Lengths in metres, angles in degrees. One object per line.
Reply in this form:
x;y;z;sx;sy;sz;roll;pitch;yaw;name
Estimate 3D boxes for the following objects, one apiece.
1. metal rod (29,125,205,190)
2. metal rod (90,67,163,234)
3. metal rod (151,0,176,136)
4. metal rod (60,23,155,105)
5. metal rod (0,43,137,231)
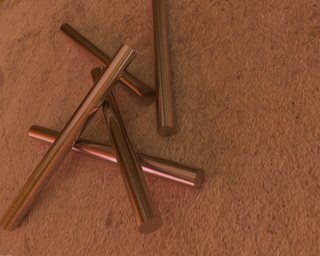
-0.080;0.032;0.426;0.300;0.025;0.025;12;68;33;metal rod
-0.056;0.002;0.405;0.025;0.025;0.300;-34;43;6;metal rod
0.002;-0.122;0.477;0.025;0.025;0.299;-16;55;19;metal rod
-0.102;-0.122;0.532;0.025;0.025;0.300;-46;51;-3;metal rod
-0.128;0.014;0.428;0.025;0.025;0.299;37;93;38;metal rod
